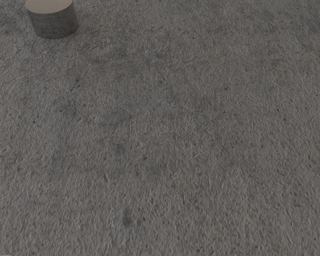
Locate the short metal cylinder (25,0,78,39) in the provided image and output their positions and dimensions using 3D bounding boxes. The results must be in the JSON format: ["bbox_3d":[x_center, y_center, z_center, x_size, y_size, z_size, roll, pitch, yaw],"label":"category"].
[{"bbox_3d":[-0.193,-0.204,0.557,0.080,0.050,0.080,0,50,0],"label":"short metal cylinder"}]
